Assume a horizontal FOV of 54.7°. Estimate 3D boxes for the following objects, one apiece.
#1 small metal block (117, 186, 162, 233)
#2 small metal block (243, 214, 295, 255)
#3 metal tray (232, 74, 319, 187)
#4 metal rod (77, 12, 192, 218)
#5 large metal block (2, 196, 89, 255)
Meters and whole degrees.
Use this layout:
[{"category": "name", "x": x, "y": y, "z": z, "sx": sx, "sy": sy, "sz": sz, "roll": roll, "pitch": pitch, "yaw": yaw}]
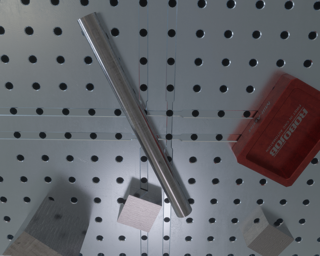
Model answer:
[{"category": "small metal block", "x": -0.030, "y": 0.120, "z": 0.457, "sx": 0.050, "sy": 0.025, "sz": 0.050, "roll": 21, "pitch": 109, "yaw": -8}, {"category": "small metal block", "x": 0.166, "y": 0.169, "z": 0.477, "sx": 0.050, "sy": 0.025, "sz": 0.050, "roll": 33, "pitch": 107, "yaw": -12}, {"category": "metal tray", "x": 0.170, "y": 0.006, "z": 0.414, "sx": 0.090, "sy": 0.030, "sz": 0.129, "roll": 27, "pitch": 108, "yaw": -10}, {"category": "metal rod", "x": -0.025, "y": -0.003, "z": 0.411, "sx": 0.025, "sy": 0.025, "sz": 0.299, "roll": -23, "pitch": 109, "yaw": 8}, {"category": "large metal block", "x": -0.157, "y": 0.157, "z": 0.441, "sx": 0.080, "sy": 0.080, "sz": 0.050, "roll": 40, "pitch": 105, "yaw": -14}]
